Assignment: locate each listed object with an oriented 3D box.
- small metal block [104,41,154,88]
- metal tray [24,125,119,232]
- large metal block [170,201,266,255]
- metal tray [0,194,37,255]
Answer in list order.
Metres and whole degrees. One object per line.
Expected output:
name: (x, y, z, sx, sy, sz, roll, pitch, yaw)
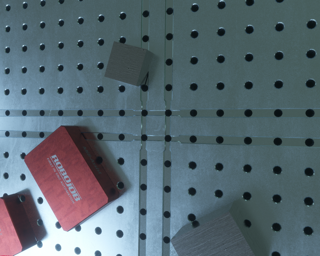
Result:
small metal block: (-0.043, -0.087, 0.427, 0.050, 0.025, 0.050, 18, 96, 18)
metal tray: (-0.132, 0.072, 0.455, 0.090, 0.030, 0.130, -37, 79, 15)
large metal block: (0.072, 0.147, 0.373, 0.080, 0.050, 0.080, -32, 80, 17)
metal tray: (-0.273, 0.175, 0.504, 0.130, 0.030, 0.090, -29, 81, 17)
